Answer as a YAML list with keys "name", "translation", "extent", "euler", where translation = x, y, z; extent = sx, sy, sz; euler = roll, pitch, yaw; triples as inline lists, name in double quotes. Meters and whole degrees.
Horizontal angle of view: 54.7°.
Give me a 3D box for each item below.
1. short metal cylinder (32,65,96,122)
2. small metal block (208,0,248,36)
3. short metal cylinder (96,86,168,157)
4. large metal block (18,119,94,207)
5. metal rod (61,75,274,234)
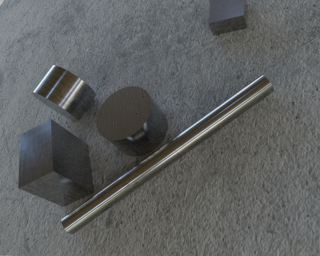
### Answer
- name: "short metal cylinder"
  translation: [-0.147, -0.052, 0.477]
  extent: [0.080, 0.080, 0.050]
  euler: [20, 73, 35]
- name: "small metal block"
  translation: [0.100, -0.168, 0.454]
  extent: [0.050, 0.025, 0.050]
  euler: [-6, 59, 25]
- name: "short metal cylinder"
  translation: [-0.036, -0.008, 0.412]
  extent: [0.080, 0.050, 0.080]
  euler: [-13, 56, 21]
- name: "large metal block"
  translation: [-0.136, 0.048, 0.411]
  extent: [0.050, 0.080, 0.080]
  euler: [-27, 53, 12]
- name: "metal rod"
  translation: [0.006, 0.035, 0.379]
  extent: [0.300, 0.025, 0.025]
  euler: [-36, 51, 4]
